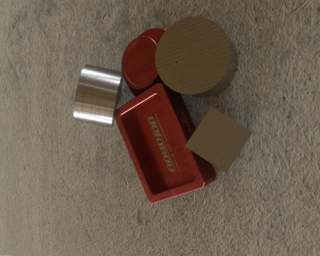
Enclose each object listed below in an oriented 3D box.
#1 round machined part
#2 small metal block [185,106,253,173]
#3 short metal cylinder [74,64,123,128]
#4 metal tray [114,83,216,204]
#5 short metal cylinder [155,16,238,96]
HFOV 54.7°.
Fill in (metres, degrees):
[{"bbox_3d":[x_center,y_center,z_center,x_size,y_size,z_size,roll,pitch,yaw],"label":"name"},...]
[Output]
[{"bbox_3d":[-0.012,-0.082,0.406,0.098,0.042,0.097,0,90,40],"label":"round machined part"},{"bbox_3d":[0.062,0.013,0.332,0.050,0.025,0.050,33,88,6],"label":"small metal block"},{"bbox_3d":[-0.084,-0.044,0.431,0.050,0.080,0.079,12,101,-5],"label":"short metal cylinder"},{"bbox_3d":[0.003,0.020,0.386,0.090,0.030,0.129,-28,82,36],"label":"metal tray"},{"bbox_3d":[0.042,-0.075,0.342,0.080,0.050,0.079,1,92,22],"label":"short metal cylinder"}]
